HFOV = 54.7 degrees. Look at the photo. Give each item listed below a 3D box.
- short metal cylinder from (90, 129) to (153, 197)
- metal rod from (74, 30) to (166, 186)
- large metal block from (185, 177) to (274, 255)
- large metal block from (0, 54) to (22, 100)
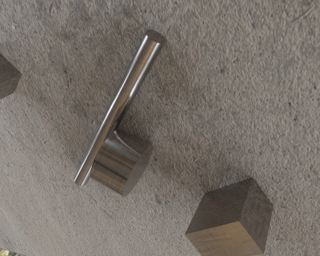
[{"bbox_3d":[-0.051,0.048,0.428,0.050,0.080,0.079,27,128,11],"label":"short metal cylinder"},{"bbox_3d":[-0.070,-0.007,0.439,0.025,0.025,0.298,37,129,3],"label":"metal rod"},{"bbox_3d":[0.090,0.117,0.397,0.080,0.080,0.050,-30,102,37],"label":"large metal block"},{"bbox_3d":[-0.276,-0.080,0.467,0.080,0.080,0.050,44,129,-3],"label":"large metal block"}]
